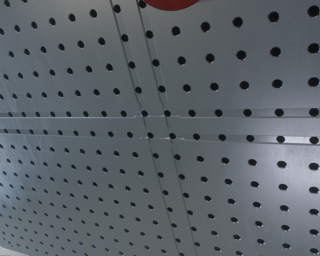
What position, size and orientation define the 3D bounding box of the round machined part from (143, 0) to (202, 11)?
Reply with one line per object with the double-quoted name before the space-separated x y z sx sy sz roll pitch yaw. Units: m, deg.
"round machined part" 0.015 -0.165 0.291 0.098 0.042 0.097 13 124 21
